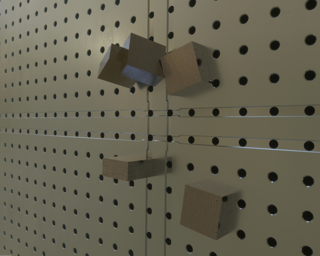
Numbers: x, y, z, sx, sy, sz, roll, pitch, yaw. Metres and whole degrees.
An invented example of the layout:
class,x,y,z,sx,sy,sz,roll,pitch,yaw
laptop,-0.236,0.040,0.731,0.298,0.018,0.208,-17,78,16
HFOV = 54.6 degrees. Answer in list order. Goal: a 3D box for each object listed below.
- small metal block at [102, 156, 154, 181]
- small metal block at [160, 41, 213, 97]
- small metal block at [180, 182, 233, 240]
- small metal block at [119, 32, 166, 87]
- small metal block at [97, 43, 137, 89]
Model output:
class,x,y,z,sx,sy,sz,roll,pitch,yaw
small metal block,-0.044,0.055,0.431,0.050,0.050,0.025,3,92,40
small metal block,0.032,-0.071,0.384,0.050,0.025,0.050,-19,78,38
small metal block,0.054,0.096,0.366,0.050,0.025,0.050,12,98,39
small metal block,-0.021,-0.087,0.399,0.025,0.050,0.050,-38,43,54
small metal block,-0.052,-0.083,0.425,0.050,0.050,0.025,-39,42,54
